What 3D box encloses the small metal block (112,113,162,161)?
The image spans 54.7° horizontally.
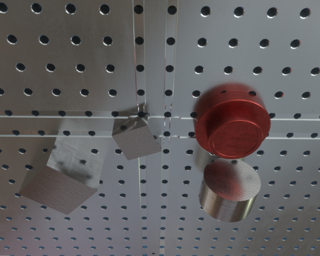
[{"bbox_3d":[-0.030,0.013,0.423,0.050,0.025,0.050,-16,129,13],"label":"small metal block"}]

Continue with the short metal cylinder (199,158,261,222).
[{"bbox_3d":[0.100,0.089,0.453,0.081,0.080,0.050,3,130,-3],"label":"short metal cylinder"}]

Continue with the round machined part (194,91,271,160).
[{"bbox_3d":[0.095,0.003,0.405,0.099,0.042,0.097,-1,130,0],"label":"round machined part"}]

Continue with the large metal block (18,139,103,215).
[{"bbox_3d":[-0.145,0.075,0.457,0.080,0.050,0.080,35,122,-26],"label":"large metal block"}]
